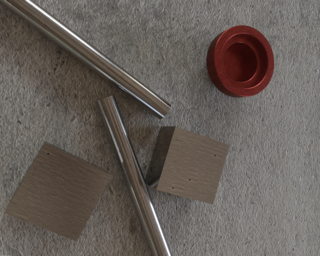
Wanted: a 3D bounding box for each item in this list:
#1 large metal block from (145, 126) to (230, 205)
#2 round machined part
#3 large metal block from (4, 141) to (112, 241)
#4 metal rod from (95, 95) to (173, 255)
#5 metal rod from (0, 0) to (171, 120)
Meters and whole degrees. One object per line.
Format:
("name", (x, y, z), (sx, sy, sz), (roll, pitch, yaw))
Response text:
("large metal block", (0.035, 0.048, 0.410), (0.081, 0.050, 0.080), (19, 84, -20))
("round machined part", (0.109, -0.092, 0.442), (0.099, 0.042, 0.097), (0, 90, -21))
("large metal block", (-0.114, 0.069, 0.354), (0.080, 0.050, 0.080), (30, 80, -18))
("metal rod", (-0.020, 0.103, 0.402), (0.025, 0.025, 0.298), (-22, 98, -19))
("metal rod", (-0.110, -0.105, 0.368), (0.301, 0.025, 0.025), (36, 78, -17))
